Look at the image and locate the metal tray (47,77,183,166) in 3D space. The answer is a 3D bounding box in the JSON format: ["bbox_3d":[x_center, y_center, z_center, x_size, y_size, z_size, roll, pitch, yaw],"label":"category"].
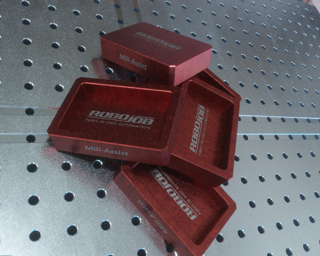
[{"bbox_3d":[-0.046,-0.011,0.349,0.131,0.030,0.090,7,53,11],"label":"metal tray"}]

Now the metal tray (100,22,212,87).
[{"bbox_3d":[-0.006,-0.106,0.429,0.130,0.030,0.091,29,44,29],"label":"metal tray"}]

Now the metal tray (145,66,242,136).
[{"bbox_3d":[0.052,-0.055,0.468,0.130,0.030,0.090,40,51,-2],"label":"metal tray"}]

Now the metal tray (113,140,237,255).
[{"bbox_3d":[0.020,0.077,0.370,0.130,0.030,0.091,48,51,5],"label":"metal tray"}]

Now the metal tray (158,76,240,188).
[{"bbox_3d":[0.052,0.000,0.396,0.090,0.030,0.130,26,52,-13],"label":"metal tray"}]
